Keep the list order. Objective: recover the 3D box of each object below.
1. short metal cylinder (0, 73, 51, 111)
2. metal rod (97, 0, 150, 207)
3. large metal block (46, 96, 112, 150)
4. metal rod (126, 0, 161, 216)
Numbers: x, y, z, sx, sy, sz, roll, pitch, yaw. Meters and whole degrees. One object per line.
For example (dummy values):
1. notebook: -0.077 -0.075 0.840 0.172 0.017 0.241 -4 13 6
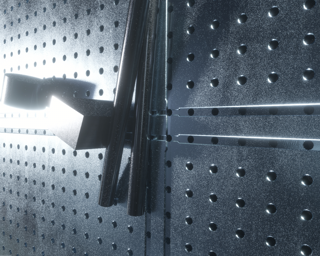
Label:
1. short metal cylinder: -0.252 -0.068 0.582 0.080 0.081 0.050 25 106 37
2. metal rod: -0.054 -0.023 0.431 0.025 0.025 0.298 27 114 37
3. large metal block: -0.109 -0.009 0.464 0.080 0.081 0.050 28 108 36
4. metal rod: -0.023 -0.028 0.428 0.025 0.025 0.298 8 95 40
